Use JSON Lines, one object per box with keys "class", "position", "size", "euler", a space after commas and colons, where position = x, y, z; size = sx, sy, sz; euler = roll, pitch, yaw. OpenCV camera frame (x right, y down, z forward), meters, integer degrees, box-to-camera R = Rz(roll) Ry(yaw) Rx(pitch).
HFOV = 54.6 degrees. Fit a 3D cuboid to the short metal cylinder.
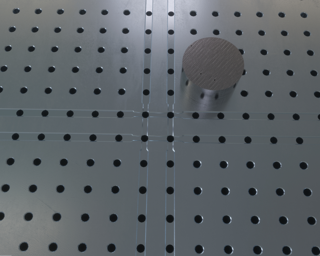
{"class": "short metal cylinder", "position": [0.069, -0.076, 0.427], "size": [0.080, 0.050, 0.080], "euler": [0, 70, 0]}
